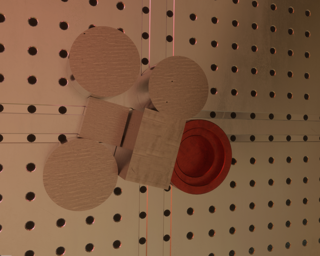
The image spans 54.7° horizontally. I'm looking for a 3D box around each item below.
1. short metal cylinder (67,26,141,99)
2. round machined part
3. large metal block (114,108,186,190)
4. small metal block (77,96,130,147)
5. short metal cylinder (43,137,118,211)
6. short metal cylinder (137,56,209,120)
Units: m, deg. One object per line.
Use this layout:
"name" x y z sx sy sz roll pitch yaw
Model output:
"short metal cylinder" -0.069 -0.075 0.373 0.081 0.050 0.080 0 90 -20
"round machined part" 0.044 0.037 0.420 0.099 0.042 0.097 0 90 -20
"large metal block" -0.017 0.023 0.374 0.050 0.080 0.080 17 85 -19
"small metal block" -0.071 -0.007 0.386 0.050 0.025 0.050 16 85 -20
"short metal cylinder" -0.094 0.051 0.364 0.081 0.050 0.080 0 90 -20
"short metal cylinder" 0.016 -0.049 0.405 0.081 0.050 0.080 0 90 -20
